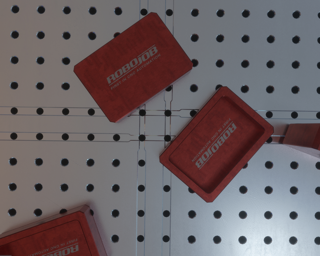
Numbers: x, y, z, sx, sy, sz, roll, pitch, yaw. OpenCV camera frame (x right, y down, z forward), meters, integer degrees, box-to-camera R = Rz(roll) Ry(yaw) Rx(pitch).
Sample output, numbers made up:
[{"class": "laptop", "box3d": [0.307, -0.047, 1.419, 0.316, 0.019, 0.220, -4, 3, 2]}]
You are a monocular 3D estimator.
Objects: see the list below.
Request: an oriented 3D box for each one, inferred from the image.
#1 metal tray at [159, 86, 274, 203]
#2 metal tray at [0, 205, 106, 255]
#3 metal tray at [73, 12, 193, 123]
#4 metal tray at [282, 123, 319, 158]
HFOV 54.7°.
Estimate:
[{"class": "metal tray", "box3d": [0.073, 0.021, 0.411, 0.090, 0.030, 0.130, 41, 90, -1]}, {"class": "metal tray", "box3d": [-0.145, 0.167, 0.409, 0.131, 0.030, 0.090, -19, 90, -1]}, {"class": "metal tray", "box3d": [-0.034, -0.078, 0.410, 0.130, 0.030, 0.090, -35, 90, -1]}, {"class": "metal tray", "box3d": [0.234, 0.031, 0.384, 0.131, 0.090, 0.030, 21, 90, -1]}]
